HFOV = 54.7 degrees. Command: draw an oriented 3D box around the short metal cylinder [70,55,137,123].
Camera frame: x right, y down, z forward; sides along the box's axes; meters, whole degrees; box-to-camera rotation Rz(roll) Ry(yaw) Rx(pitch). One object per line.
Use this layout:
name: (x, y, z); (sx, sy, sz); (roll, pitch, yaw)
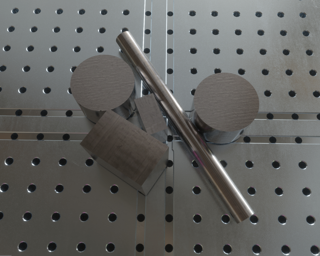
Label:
short metal cylinder: (-0.072, -0.050, 0.412); (0.081, 0.050, 0.080); (0, 70, 0)

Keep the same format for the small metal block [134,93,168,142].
small metal block: (-0.011, -0.009, 0.397); (0.025, 0.050, 0.050); (-20, 72, -7)

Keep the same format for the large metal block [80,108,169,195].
large metal block: (-0.037, 0.032, 0.366); (0.080, 0.080, 0.050); (32, 74, 11)

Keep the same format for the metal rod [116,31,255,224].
metal rod: (0.024, -0.013, 0.412); (0.025, 0.025, 0.299); (-30, 73, -10)

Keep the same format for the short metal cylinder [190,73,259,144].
short metal cylinder: (0.082, -0.025, 0.404); (0.081, 0.050, 0.080); (0, 70, 0)
